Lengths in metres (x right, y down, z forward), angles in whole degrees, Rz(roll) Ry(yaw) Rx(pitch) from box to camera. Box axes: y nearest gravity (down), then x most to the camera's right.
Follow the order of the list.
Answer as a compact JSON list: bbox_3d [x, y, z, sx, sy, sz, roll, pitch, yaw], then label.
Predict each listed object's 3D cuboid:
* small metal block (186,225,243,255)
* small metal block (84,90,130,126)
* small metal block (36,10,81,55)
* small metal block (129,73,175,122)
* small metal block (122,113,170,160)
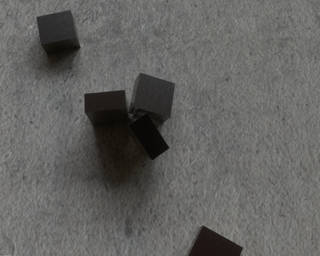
[{"bbox_3d":[0.059,0.148,0.355,0.050,0.025,0.050,27,72,9],"label":"small metal block"},{"bbox_3d":[-0.067,-0.025,0.403,0.050,0.050,0.025,-6,70,-2],"label":"small metal block"},{"bbox_3d":[-0.150,-0.142,0.458,0.050,0.025,0.050,-14,71,-6],"label":"small metal block"},{"bbox_3d":[-0.011,-0.040,0.415,0.050,0.025,0.050,15,69,-16],"label":"small metal block"},{"bbox_3d":[-0.019,0.009,0.382,0.025,0.050,0.050,-35,103,-12],"label":"small metal block"}]
